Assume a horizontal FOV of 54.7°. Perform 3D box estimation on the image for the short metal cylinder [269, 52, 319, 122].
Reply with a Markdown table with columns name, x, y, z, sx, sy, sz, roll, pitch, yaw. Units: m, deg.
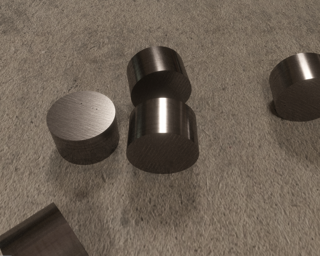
| name | x | y | z | sx | sy | sz | roll | pitch | yaw |
| --- | --- | --- | --- | --- | --- | --- | --- | --- | --- |
| short metal cylinder | 0.192 | -0.053 | 0.415 | 0.080 | 0.080 | 0.050 | 3 | 50 | 2 |

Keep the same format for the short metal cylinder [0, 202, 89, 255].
| name | x | y | z | sx | sy | sz | roll | pitch | yaw |
| --- | --- | --- | --- | --- | --- | --- | --- | --- | --- |
| short metal cylinder | -0.095 | 0.113 | 0.271 | 0.050 | 0.080 | 0.080 | -32 | 57 | -24 |

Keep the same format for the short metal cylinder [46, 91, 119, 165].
| name | x | y | z | sx | sy | sz | roll | pitch | yaw |
| --- | --- | --- | --- | --- | --- | --- | --- | --- | --- |
| short metal cylinder | -0.094 | -0.001 | 0.386 | 0.081 | 0.050 | 0.080 | 0 | 50 | 0 |

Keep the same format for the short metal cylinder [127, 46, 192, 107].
| name | x | y | z | sx | sy | sz | roll | pitch | yaw |
| --- | --- | --- | --- | --- | --- | --- | --- | --- | --- |
| short metal cylinder | -0.002 | -0.063 | 0.420 | 0.081 | 0.080 | 0.050 | -8 | 51 | -7 |

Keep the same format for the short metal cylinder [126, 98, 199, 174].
| name | x | y | z | sx | sy | sz | roll | pitch | yaw |
| --- | --- | --- | --- | --- | --- | --- | --- | --- | --- |
| short metal cylinder | 0.003 | 0.011 | 0.358 | 0.081 | 0.080 | 0.050 | 0 | 50 | 0 |
